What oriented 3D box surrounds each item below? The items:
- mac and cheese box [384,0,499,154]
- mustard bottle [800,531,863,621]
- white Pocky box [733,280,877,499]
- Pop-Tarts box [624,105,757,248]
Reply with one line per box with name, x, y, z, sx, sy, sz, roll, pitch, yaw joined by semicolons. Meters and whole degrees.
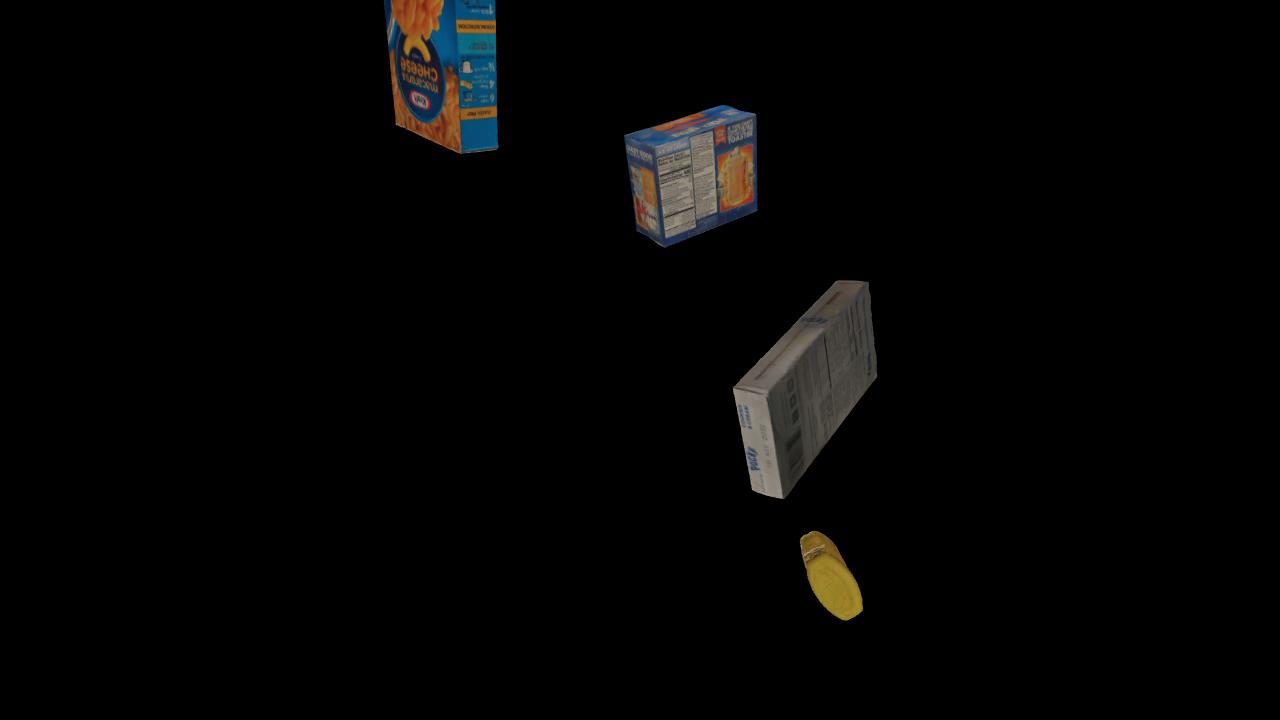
mac and cheese box;-0.141;-0.250;0.429;0.093;0.184;0.041;29;38;31
mustard bottle;0.262;0.288;0.866;0.054;0.092;0.184;-40;-6;8
white Pocky box;0.118;0.014;0.415;0.028;0.084;0.154;9;36;40
Pop-Tarts box;0.075;-0.258;0.857;0.167;0.141;0.083;-26;40;-21
